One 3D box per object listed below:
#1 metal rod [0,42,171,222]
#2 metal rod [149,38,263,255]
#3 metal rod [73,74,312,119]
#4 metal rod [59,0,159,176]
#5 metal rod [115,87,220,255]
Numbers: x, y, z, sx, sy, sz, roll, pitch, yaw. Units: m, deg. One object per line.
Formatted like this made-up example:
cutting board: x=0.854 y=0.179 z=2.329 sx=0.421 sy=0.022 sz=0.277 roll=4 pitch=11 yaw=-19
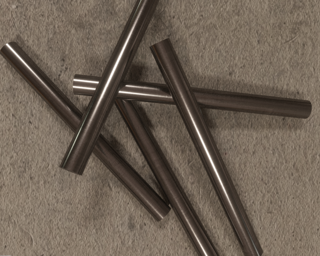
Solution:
metal rod: x=-0.097 y=0.005 z=0.408 sx=0.025 sy=0.025 sz=0.300 roll=-43 pitch=91 yaw=0
metal rod: x=0.062 y=0.035 z=0.383 sx=0.025 sy=0.025 sz=0.299 roll=-25 pitch=101 yaw=0
metal rod: x=0.046 y=-0.039 z=0.395 sx=0.302 sy=0.025 sz=0.025 roll=5 pitch=90 yaw=-7
metal rod: x=-0.043 y=-0.088 z=0.368 sx=0.025 sy=0.025 sz=0.299 roll=21 pitch=73 yaw=0
metal rod: x=0.006 y=0.062 z=0.410 sx=0.025 sy=0.025 sz=0.299 roll=-29 pitch=90 yaw=0
